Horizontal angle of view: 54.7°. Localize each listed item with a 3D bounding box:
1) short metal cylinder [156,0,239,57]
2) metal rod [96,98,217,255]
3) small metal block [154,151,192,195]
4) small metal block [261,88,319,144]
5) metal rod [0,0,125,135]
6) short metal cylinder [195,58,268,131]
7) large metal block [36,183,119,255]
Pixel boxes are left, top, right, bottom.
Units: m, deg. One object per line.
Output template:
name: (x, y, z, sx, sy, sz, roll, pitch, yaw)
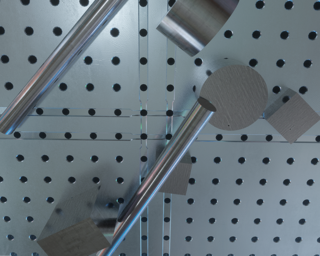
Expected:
short metal cylinder: (0.040, -0.125, 0.338, 0.050, 0.080, 0.080, 36, 106, -12)
metal rod: (-0.018, 0.086, 0.417, 0.025, 0.025, 0.298, 27, 118, -10)
small metal block: (0.015, 0.064, 0.437, 0.050, 0.025, 0.050, 8, 110, -3)
small metal block: (0.172, -0.015, 0.409, 0.050, 0.025, 0.050, 41, 105, -14)
metal rod: (-0.104, -0.102, 0.374, 0.025, 0.025, 0.299, 42, 105, -14)
short metal cylinder: (0.086, -0.043, 0.385, 0.081, 0.050, 0.079, 0, 110, 0)
large metal block: (-0.110, 0.134, 0.432, 0.080, 0.080, 0.050, -27, 108, 9)
